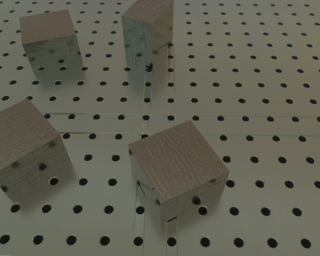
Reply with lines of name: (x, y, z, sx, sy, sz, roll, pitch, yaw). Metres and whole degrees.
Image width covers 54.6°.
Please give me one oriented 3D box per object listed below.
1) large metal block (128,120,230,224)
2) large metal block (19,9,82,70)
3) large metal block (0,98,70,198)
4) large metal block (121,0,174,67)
large metal block: (0.018, 0.048, 0.352, 0.081, 0.050, 0.080, -21, 53, -17)
large metal block: (-0.181, -0.148, 0.515, 0.081, 0.050, 0.080, -15, 52, -12)
large metal block: (-0.170, 0.021, 0.373, 0.080, 0.050, 0.080, -34, 58, -25)
large metal block: (-0.018, -0.161, 0.507, 0.050, 0.080, 0.080, 20, 53, 16)
